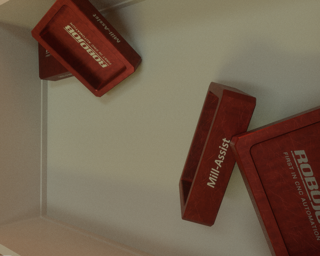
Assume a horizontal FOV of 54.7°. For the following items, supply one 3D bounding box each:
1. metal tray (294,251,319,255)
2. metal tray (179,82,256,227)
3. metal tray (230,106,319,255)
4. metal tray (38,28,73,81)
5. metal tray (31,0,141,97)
[{"bbox_3d":[0.129,0.136,0.229,0.090,0.131,0.030,-22,87,38],"label":"metal tray"},{"bbox_3d":[0.053,0.022,0.321,0.030,0.090,0.129,15,103,-2],"label":"metal tray"},{"bbox_3d":[0.122,0.054,0.250,0.090,0.030,0.129,-20,88,4],"label":"metal tray"},{"bbox_3d":[-0.164,-0.136,0.540,0.130,0.030,0.089,-4,88,40],"label":"metal tray"},{"bbox_3d":[-0.102,-0.114,0.435,0.090,0.030,0.130,-29,116,36],"label":"metal tray"}]
